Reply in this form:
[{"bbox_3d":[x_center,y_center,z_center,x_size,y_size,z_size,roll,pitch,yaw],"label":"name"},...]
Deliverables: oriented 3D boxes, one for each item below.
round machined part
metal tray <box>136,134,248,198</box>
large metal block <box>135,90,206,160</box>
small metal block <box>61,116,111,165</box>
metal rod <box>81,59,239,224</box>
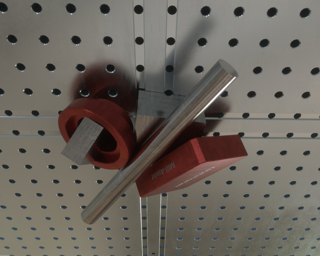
[{"bbox_3d":[-0.072,0.003,0.384,0.098,0.042,0.097,17,136,18],"label":"round machined part"},{"bbox_3d":[0.038,0.052,0.409,0.091,0.030,0.129,-2,154,-41],"label":"metal tray"},{"bbox_3d":[0.007,0.003,0.398,0.081,0.050,0.079,7,130,-6],"label":"large metal block"},{"bbox_3d":[-0.085,0.016,0.371,0.025,0.050,0.050,33,88,6],"label":"small metal block"},{"bbox_3d":[-0.019,0.036,0.376,0.025,0.025,0.298,28,125,-22],"label":"metal rod"}]
